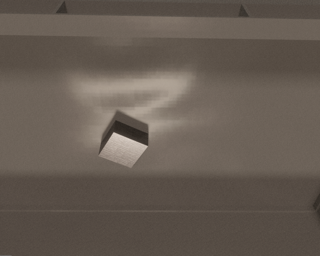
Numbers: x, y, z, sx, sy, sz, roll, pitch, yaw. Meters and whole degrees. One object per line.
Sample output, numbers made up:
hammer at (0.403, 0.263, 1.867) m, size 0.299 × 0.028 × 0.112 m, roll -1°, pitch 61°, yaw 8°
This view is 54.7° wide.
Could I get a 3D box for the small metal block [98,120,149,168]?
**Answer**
small metal block at (-0.050, 0.023, 0.428) m, size 0.050 × 0.025 × 0.050 m, roll 24°, pitch 126°, yaw -20°
